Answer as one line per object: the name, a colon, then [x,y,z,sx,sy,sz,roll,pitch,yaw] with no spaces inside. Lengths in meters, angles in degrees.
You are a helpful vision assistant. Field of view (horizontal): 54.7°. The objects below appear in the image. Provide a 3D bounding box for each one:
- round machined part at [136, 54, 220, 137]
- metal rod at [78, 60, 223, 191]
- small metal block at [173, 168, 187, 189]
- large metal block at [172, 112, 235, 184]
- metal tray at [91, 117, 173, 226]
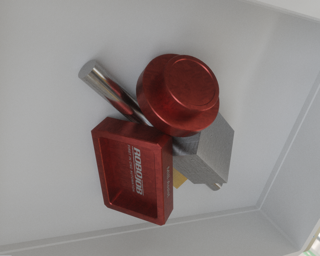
round machined part: [0.027,-0.042,0.347,0.099,0.098,0.042,-2,160,-28]
metal rod: [0.008,0.016,0.422,0.025,0.025,0.300,-45,130,3]
small metal block: [0.008,0.050,0.427,0.025,0.050,0.050,-44,130,2]
large metal block: [0.054,0.020,0.409,0.080,0.050,0.080,43,51,-39]
metal tray: [-0.031,0.056,0.385,0.030,0.090,0.129,-51,146,-50]
